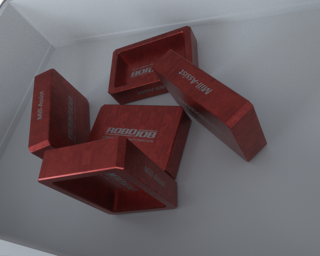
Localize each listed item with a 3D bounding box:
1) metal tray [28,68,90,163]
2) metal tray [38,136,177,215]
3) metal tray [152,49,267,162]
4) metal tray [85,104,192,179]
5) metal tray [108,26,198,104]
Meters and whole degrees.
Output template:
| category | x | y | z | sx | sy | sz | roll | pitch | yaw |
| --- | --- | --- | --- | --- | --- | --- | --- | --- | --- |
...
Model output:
| category | x | y | z | sx | sy | sz | roll | pitch | yaw |
| --- | --- | --- | --- | --- | --- | --- | --- | --- | --- |
| metal tray | -0.137 | -0.009 | 0.436 | 0.030 | 0.090 | 0.130 | -22 | 54 | 14 |
| metal tray | -0.046 | 0.057 | 0.323 | 0.090 | 0.130 | 0.030 | -12 | 58 | 21 |
| metal tray | 0.054 | -0.026 | 0.348 | 0.030 | 0.090 | 0.130 | -45 | 51 | -2 |
| metal tray | -0.033 | 0.015 | 0.405 | 0.130 | 0.030 | 0.090 | 4 | 63 | 29 |
| metal tray | -0.010 | -0.092 | 0.461 | 0.130 | 0.030 | 0.090 | -12 | 57 | 21 |
